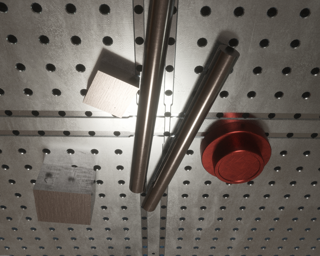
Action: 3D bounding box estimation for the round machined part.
[{"bbox_3d":[0.108,0.042,0.438,0.099,0.042,0.097,-1,130,0],"label":"round machined part"}]

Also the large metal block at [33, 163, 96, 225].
[{"bbox_3d":[-0.145,0.104,0.482,0.081,0.050,0.079,7,130,-6],"label":"large metal block"}]

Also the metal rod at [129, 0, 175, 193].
[{"bbox_3d":[-0.016,-0.019,0.395,0.025,0.025,0.298,6,130,-5],"label":"metal rod"}]

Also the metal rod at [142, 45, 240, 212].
[{"bbox_3d":[0.029,0.023,0.431,0.025,0.025,0.298,14,129,-12],"label":"metal rod"}]

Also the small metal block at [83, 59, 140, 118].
[{"bbox_3d":[-0.058,-0.046,0.372,0.050,0.025,0.050,22,126,-19],"label":"small metal block"}]
